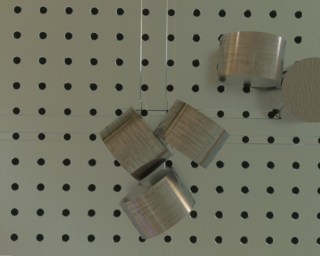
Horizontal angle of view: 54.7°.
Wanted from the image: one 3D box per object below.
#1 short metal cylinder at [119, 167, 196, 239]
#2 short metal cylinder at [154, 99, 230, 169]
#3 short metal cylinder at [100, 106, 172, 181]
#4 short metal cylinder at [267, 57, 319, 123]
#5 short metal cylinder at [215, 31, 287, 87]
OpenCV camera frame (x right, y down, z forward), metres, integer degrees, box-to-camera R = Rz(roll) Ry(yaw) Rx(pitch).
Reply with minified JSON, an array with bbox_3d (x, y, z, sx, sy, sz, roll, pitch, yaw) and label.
[{"bbox_3d":[-0.003,0.092,0.386,0.080,0.080,0.050,-34,90,0],"label":"short metal cylinder"},{"bbox_3d":[0.039,0.008,0.386,0.080,0.080,0.050,35,90,0],"label":"short metal cylinder"},{"bbox_3d":[-0.029,0.019,0.386,0.050,0.080,0.080,-40,90,0],"label":"short metal cylinder"},{"bbox_3d":[0.188,-0.047,0.402,0.081,0.050,0.079,0,90,0],"label":"short metal cylinder"},{"bbox_3d":[0.112,-0.083,0.387,0.080,0.080,0.050,8,90,0],"label":"short metal cylinder"}]
